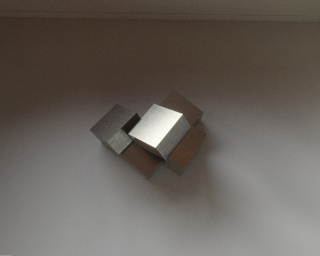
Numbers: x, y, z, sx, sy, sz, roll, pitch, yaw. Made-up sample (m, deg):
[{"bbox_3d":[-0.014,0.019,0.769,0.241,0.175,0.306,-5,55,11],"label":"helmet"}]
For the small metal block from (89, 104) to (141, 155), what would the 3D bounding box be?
[{"bbox_3d":[-0.054,0.000,0.394,0.050,0.025,0.050,-46,38,-15],"label":"small metal block"}]

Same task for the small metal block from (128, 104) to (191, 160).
[{"bbox_3d":[-0.001,0.003,0.367,0.050,0.025,0.050,24,68,44],"label":"small metal block"}]

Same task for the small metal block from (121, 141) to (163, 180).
[{"bbox_3d":[-0.018,0.030,0.397,0.050,0.025,0.050,40,75,13],"label":"small metal block"}]

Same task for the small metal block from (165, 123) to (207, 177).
[{"bbox_3d":[0.031,0.028,0.384,0.025,0.050,0.050,34,73,11],"label":"small metal block"}]

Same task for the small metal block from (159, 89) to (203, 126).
[{"bbox_3d":[0.021,-0.014,0.413,0.050,0.025,0.050,40,75,13],"label":"small metal block"}]
